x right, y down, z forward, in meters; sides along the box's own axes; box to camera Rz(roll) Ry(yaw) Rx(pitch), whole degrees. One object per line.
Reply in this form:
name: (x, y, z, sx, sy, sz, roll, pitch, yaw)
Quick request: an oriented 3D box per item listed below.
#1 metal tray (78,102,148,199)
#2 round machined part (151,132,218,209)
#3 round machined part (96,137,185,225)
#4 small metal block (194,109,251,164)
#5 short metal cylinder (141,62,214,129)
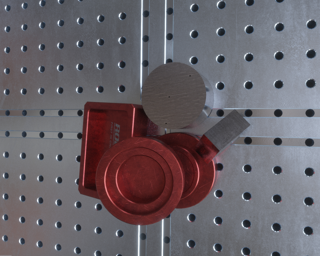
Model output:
metal tray: (-0.065, 0.031, 0.420, 0.090, 0.030, 0.129, 6, 92, 34)
round machined part: (0.021, 0.054, 0.394, 0.098, 0.042, 0.097, 0, 90, 19)
round machined part: (-0.020, 0.058, 0.359, 0.098, 0.042, 0.097, 0, 92, 9)
small metal block: (0.072, 0.011, 0.363, 0.050, 0.050, 0.025, -37, 76, -20)
short metal cylinder: (0.023, -0.038, 0.390, 0.080, 0.050, 0.079, 0, 90, 19)
